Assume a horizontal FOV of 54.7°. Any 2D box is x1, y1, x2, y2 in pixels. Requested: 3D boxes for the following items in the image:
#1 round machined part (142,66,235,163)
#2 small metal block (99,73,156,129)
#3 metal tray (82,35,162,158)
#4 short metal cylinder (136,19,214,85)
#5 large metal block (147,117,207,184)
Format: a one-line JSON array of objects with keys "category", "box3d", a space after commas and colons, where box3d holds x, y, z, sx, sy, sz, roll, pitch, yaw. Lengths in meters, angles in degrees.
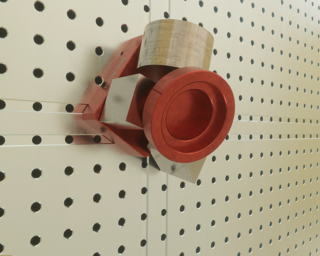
[{"category": "round machined part", "box3d": [0.026, -0.016, 0.325, 0.099, 0.042, 0.097, -11, 115, -24]}, {"category": "small metal block", "box3d": [-0.033, -0.026, 0.325, 0.025, 0.050, 0.050, 25, 74, -38]}, {"category": "metal tray", "box3d": [-0.024, -0.040, 0.388, 0.090, 0.030, 0.130, 42, 64, -32]}, {"category": "short metal cylinder", "box3d": [0.017, -0.080, 0.350, 0.081, 0.080, 0.050, 17, 79, -39]}, {"category": "large metal block", "box3d": [0.033, 0.015, 0.399, 0.080, 0.050, 0.080, -63, 156, -21]}]
